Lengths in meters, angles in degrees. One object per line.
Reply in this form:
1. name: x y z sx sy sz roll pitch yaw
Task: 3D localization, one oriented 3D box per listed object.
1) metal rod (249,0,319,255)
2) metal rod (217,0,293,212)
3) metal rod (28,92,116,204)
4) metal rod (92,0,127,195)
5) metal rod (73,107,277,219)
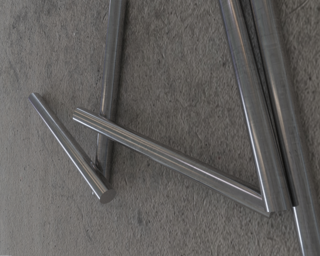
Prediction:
1. metal rod: 0.121 -0.025 0.304 0.025 0.025 0.298 -15 81 39
2. metal rod: 0.087 -0.068 0.320 0.025 0.025 0.299 -19 74 38
3. metal rod: -0.158 0.017 0.514 0.300 0.025 0.025 41 115 39
4. metal rod: -0.077 -0.046 0.468 0.025 0.025 0.298 10 97 39
5. metal rod: -0.003 0.030 0.388 0.300 0.025 0.025 23 105 31
